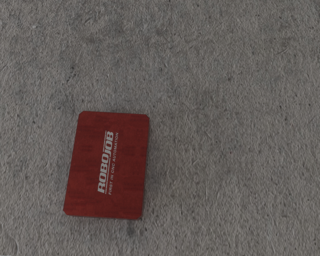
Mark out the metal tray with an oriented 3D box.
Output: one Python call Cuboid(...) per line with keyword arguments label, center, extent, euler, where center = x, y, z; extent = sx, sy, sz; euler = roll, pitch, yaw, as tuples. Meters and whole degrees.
Cuboid(label="metal tray", center=(-0.062, 0.046, 0.389), extent=(0.090, 0.030, 0.130), euler=(3, 70, 1))
